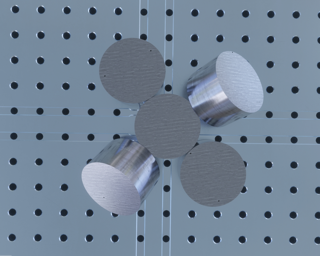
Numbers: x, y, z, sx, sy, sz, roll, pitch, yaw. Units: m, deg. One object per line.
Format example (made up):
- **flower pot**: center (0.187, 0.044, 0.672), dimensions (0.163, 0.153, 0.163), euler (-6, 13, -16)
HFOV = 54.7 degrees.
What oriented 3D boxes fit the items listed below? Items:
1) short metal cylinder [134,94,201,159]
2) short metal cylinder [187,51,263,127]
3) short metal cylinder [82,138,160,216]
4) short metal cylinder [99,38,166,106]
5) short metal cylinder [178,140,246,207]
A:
- **short metal cylinder**: center (0.009, -0.002, 0.401), dimensions (0.081, 0.050, 0.079), euler (0, 90, -1)
- **short metal cylinder**: center (0.080, -0.047, 0.382), dimensions (0.081, 0.050, 0.080), euler (16, 61, -31)
- **short metal cylinder**: center (-0.047, 0.060, 0.380), dimensions (0.080, 0.050, 0.079), euler (15, 127, 21)
- **short metal cylinder**: center (-0.034, -0.070, 0.400), dimensions (0.081, 0.050, 0.079), euler (0, 90, -1)
- **short metal cylinder**: center (0.065, 0.056, 0.402), dimensions (0.081, 0.050, 0.079), euler (0, 90, -1)
